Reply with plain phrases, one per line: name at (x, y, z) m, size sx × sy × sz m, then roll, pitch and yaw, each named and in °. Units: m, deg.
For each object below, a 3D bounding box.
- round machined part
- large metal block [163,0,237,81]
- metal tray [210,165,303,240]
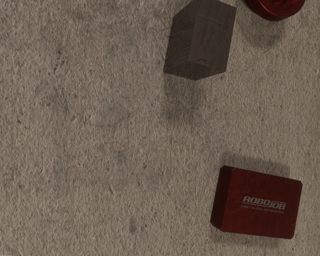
round machined part at (0.166, -0.208, 0.463) m, size 0.099 × 0.042 × 0.097 m, roll 0°, pitch 90°, yaw -21°
large metal block at (0.048, -0.111, 0.399) m, size 0.050 × 0.080 × 0.080 m, roll 12°, pitch 86°, yaw -20°
metal tray at (0.146, 0.112, 0.462) m, size 0.131 × 0.030 × 0.090 m, roll 13°, pitch 86°, yaw -20°
